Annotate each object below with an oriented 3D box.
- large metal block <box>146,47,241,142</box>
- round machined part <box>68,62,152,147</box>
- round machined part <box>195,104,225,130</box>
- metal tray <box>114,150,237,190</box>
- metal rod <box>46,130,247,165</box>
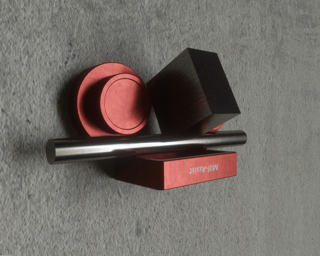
[{"bbox_3d":[0.036,-0.036,0.368,0.050,0.080,0.080,-3,68,-41],"label":"large metal block"},{"bbox_3d":[-0.049,-0.026,0.353,0.099,0.042,0.097,0,90,-40],"label":"round machined part"},{"bbox_3d":[0.062,-0.031,0.448,0.099,0.042,0.097,0,90,-40],"label":"round machined part"},{"bbox_3d":[0.021,0.046,0.384,0.131,0.090,0.030,-2,91,-40],"label":"metal tray"},{"bbox_3d":[0.012,0.019,0.391,0.302,0.025,0.025,-2,91,-40],"label":"metal rod"}]
